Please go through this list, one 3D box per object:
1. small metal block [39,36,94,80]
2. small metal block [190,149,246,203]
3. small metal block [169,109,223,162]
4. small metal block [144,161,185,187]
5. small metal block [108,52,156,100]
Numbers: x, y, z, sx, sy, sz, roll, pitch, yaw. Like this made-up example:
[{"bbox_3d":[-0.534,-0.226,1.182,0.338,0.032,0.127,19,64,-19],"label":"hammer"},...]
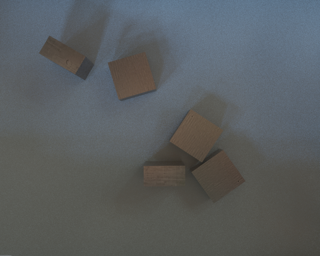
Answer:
[{"bbox_3d":[-0.118,-0.088,0.397,0.050,0.050,0.025,30,90,-1],"label":"small metal block"},{"bbox_3d":[0.076,0.063,0.413,0.050,0.025,0.050,-35,90,0],"label":"small metal block"},{"bbox_3d":[0.047,0.010,0.412,0.050,0.025,0.050,33,90,-1],"label":"small metal block"},{"bbox_3d":[0.005,0.058,0.399,0.050,0.050,0.025,0,90,-1],"label":"small metal block"},{"bbox_3d":[-0.036,-0.067,0.411,0.050,0.025,0.050,-16,90,-1],"label":"small metal block"}]
